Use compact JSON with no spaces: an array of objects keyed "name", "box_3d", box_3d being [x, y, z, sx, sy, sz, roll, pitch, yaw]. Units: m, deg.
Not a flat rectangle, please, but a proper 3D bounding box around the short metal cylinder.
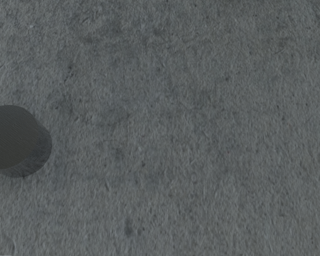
[{"name":"short metal cylinder","box_3d":[-0.183,0.018,0.386,0.081,0.050,0.080,0,70,0]}]
